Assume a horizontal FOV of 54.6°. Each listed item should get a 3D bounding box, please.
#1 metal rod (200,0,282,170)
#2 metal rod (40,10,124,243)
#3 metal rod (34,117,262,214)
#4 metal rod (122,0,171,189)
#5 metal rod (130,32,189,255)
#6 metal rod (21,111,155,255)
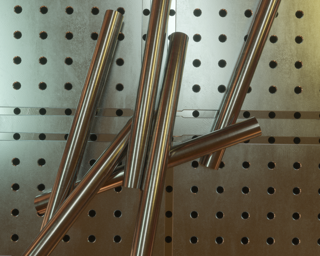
[{"bbox_3d":[0.118,-0.088,0.413,0.025,0.025,0.299,21,90,0],"label":"metal rod"},{"bbox_3d":[-0.098,-0.008,0.395,0.025,0.025,0.299,15,83,0],"label":"metal rod"},{"bbox_3d":[-0.020,0.050,0.398,0.301,0.025,0.025,-21,90,6],"label":"metal rod"},{"bbox_3d":[-0.011,-0.075,0.392,0.025,0.025,0.299,9,82,0],"label":"metal rod"},{"bbox_3d":[0.001,0.020,0.375,0.025,0.025,0.299,10,75,0],"label":"metal rod"},{"bbox_3d":[-0.100,0.090,0.367,0.025,0.025,0.300,37,71,0],"label":"metal rod"}]
